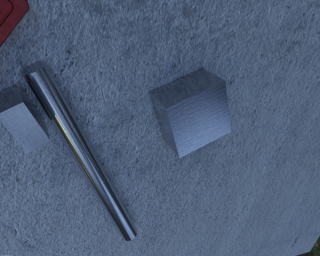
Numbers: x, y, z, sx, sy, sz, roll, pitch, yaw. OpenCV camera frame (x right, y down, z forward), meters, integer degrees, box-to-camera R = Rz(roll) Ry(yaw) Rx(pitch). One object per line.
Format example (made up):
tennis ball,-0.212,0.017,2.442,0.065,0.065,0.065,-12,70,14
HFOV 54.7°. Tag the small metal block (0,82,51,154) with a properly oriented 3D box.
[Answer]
small metal block,-0.137,-0.011,0.310,0.025,0.050,0.050,-29,129,-10

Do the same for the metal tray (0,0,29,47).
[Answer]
metal tray,-0.185,-0.082,0.251,0.130,0.030,0.090,-49,129,6

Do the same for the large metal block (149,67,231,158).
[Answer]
large metal block,0.041,-0.020,0.402,0.080,0.050,0.080,-26,128,-13

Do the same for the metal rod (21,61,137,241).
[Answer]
metal rod,-0.086,0.053,0.393,0.025,0.025,0.299,-28,128,-11
